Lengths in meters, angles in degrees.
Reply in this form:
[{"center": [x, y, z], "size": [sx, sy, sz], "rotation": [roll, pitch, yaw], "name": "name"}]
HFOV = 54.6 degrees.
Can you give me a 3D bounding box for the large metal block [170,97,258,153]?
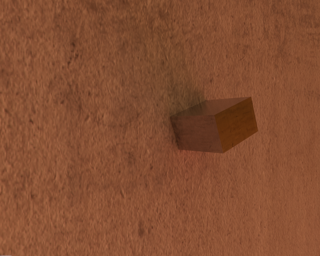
[{"center": [0.075, -0.006, 0.430], "size": [0.081, 0.080, 0.050], "rotation": [-25, 106, -37], "name": "large metal block"}]
